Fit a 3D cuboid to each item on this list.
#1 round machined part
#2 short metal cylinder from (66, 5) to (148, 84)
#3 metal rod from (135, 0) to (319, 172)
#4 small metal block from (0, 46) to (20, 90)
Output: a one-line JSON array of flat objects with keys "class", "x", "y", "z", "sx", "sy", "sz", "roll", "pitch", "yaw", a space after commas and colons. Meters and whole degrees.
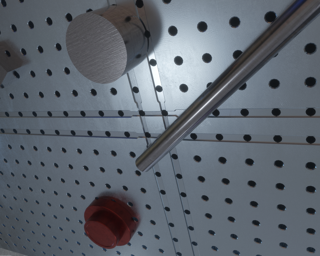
[{"class": "round machined part", "x": -0.097, "y": 0.178, "z": 0.559, "sx": 0.098, "sy": 0.042, "sz": 0.097, "roll": 13, "pitch": 124, "yaw": 20}, {"class": "short metal cylinder", "x": -0.062, "y": -0.099, "z": 0.365, "sx": 0.080, "sy": 0.050, "sz": 0.079, "roll": 13, "pitch": 124, "yaw": 20}, {"class": "metal rod", "x": 0.056, "y": -0.030, "z": 0.362, "sx": 0.025, "sy": 0.025, "sz": 0.298, "roll": 43, "pitch": 129, "yaw": -2}, {"class": "small metal block", "x": -0.254, "y": -0.095, "z": 0.483, "sx": 0.050, "sy": 0.025, "sz": 0.050, "roll": 48, "pitch": 129, "yaw": -6}]
